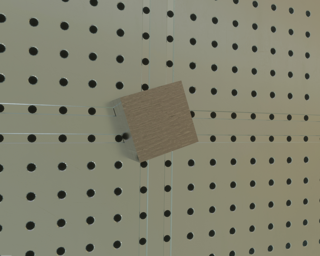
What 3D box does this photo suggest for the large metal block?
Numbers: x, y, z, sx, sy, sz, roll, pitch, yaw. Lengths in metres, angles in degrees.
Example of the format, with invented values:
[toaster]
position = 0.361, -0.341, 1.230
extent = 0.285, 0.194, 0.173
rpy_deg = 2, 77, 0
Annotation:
[large metal block]
position = -0.007, -0.009, 0.396
extent = 0.081, 0.050, 0.080
rpy_deg = -18, 96, -19
